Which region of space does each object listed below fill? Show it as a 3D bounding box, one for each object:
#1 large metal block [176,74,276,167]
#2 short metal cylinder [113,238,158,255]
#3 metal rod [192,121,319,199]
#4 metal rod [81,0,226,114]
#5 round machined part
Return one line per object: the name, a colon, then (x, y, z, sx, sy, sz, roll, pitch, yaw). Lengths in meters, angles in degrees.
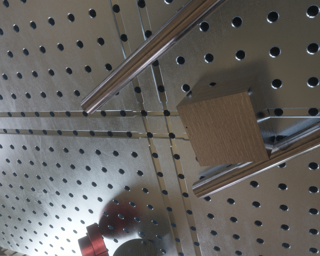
large metal block: (0.076, -0.007, 0.351, 0.080, 0.050, 0.080, -11, 113, 32)
short metal cylinder: (-0.040, 0.245, 0.549, 0.080, 0.080, 0.050, 4, 120, 26)
metal rod: (0.150, 0.019, 0.343, 0.025, 0.025, 0.299, 49, 129, -7)
metal rod: (-0.003, -0.095, 0.353, 0.299, 0.025, 0.025, -32, 100, 38)
round machined part: (-0.121, 0.230, 0.572, 0.098, 0.042, 0.097, 56, 157, 38)
